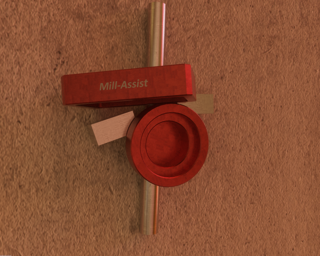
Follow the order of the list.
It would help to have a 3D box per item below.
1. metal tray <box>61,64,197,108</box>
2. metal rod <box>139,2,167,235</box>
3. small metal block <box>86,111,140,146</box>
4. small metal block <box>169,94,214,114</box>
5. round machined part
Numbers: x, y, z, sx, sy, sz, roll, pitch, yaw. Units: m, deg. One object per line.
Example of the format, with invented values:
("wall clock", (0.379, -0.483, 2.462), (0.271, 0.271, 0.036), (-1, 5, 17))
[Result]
("metal tray", (-0.028, -0.042, 0.341), (0.131, 0.090, 0.030), (-4, 90, 9))
("metal rod", (-0.009, -0.013, 0.408), (0.025, 0.025, 0.298), (2, 89, -20))
("small metal block", (-0.059, 0.000, 0.376), (0.050, 0.050, 0.025), (-20, 97, -19))
("small metal block", (0.036, -0.030, 0.411), (0.050, 0.050, 0.025), (-2, 91, -20))
("round machined part", (0.006, 0.019, 0.375), (0.099, 0.042, 0.097), (-2, 94, -22))
